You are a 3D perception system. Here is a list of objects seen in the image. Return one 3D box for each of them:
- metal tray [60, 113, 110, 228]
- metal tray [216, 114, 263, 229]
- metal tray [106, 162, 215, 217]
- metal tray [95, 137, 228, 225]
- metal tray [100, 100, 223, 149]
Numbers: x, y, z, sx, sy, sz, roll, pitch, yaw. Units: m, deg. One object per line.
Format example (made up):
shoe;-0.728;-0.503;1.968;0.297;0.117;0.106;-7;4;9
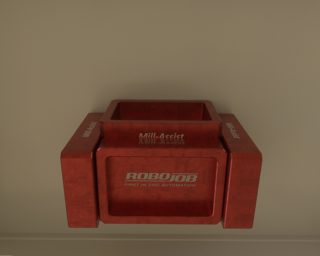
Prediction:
metal tray;-0.080;0.043;0.369;0.030;0.130;0.089;1;111;0
metal tray;0.082;0.044;0.370;0.030;0.130;0.089;1;111;0
metal tray;0.001;0.076;0.401;0.131;0.090;0.030;0;110;0
metal tray;0.001;0.057;0.331;0.131;0.030;0.089;1;110;-1
metal tray;0.002;-0.007;0.371;0.131;0.090;0.030;0;111;0
